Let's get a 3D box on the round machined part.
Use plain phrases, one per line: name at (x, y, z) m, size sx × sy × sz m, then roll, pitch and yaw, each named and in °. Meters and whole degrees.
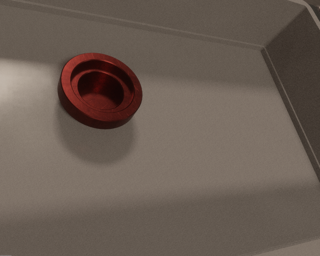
round machined part at (-0.075, -0.041, 0.380) m, size 0.099 × 0.042 × 0.098 m, roll 14°, pitch 56°, yaw -21°
